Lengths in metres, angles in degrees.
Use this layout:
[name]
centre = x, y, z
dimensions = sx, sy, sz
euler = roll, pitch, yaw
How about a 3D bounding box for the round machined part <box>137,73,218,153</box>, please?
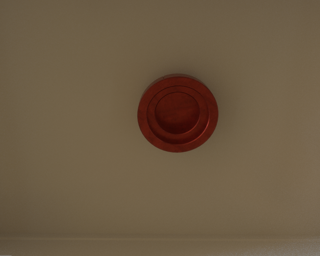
[round machined part]
centre = 0.022, -0.021, 0.395
dimensions = 0.099, 0.042, 0.097
euler = 0, 110, -1
